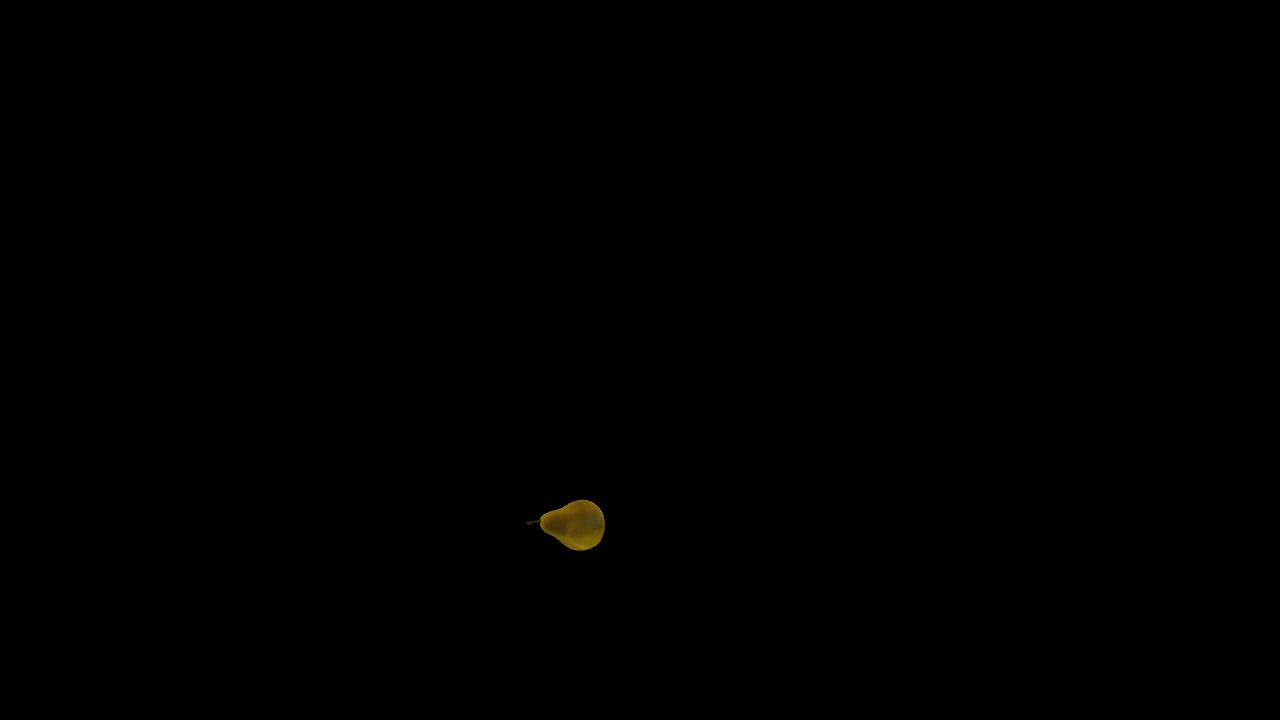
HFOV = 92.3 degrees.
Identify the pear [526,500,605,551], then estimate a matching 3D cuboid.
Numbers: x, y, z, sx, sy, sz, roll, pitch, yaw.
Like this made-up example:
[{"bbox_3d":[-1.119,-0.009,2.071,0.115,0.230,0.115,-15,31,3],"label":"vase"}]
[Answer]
[{"bbox_3d":[-0.109,0.242,0.916,0.111,0.080,0.080,20,-9,-28],"label":"pear"}]
